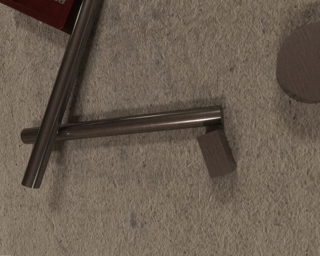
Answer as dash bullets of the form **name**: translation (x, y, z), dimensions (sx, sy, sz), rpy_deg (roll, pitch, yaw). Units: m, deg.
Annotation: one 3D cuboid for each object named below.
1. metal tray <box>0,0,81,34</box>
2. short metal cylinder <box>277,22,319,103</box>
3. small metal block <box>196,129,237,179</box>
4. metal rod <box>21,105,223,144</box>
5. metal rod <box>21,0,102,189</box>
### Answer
- **metal tray**: translation (-0.171, -0.206, 0.464), dimensions (0.130, 0.030, 0.090), rpy_deg (28, 99, 17)
- **short metal cylinder**: translation (0.169, -0.068, 0.336), dimensions (0.080, 0.050, 0.079), rpy_deg (0, 90, 19)
- **small metal block**: translation (0.069, 0.030, 0.371), dimensions (0.025, 0.050, 0.050), rpy_deg (-21, 83, 19)
- **metal rod**: translation (-0.065, -0.002, 0.430), dimensions (0.301, 0.025, 0.025), rpy_deg (-6, 88, 19)
- **metal rod**: translation (-0.135, -0.062, 0.436), dimensions (0.025, 0.025, 0.298), rpy_deg (17, 89, 19)
